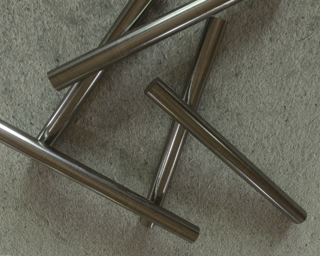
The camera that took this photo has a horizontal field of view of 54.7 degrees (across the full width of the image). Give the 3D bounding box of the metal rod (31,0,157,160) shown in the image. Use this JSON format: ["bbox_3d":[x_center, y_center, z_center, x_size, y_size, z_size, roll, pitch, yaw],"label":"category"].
[{"bbox_3d":[-0.079,-0.074,0.381,0.025,0.025,0.299,36,106,-12],"label":"metal rod"}]

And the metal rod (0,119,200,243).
[{"bbox_3d":[-0.078,0.075,0.408,0.301,0.025,0.025,31,107,-11],"label":"metal rod"}]

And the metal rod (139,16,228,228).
[{"bbox_3d":[0.025,0.006,0.411,0.025,0.025,0.298,16,109,-6],"label":"metal rod"}]

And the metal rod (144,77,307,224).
[{"bbox_3d":[0.098,0.041,0.408,0.301,0.025,0.025,40,105,-20],"label":"metal rod"}]

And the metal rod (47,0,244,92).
[{"bbox_3d":[0.014,-0.118,0.348,0.301,0.025,0.025,-26,108,2],"label":"metal rod"}]
